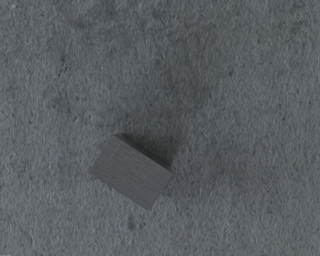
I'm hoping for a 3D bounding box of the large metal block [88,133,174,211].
[{"bbox_3d":[-0.033,0.050,0.382,0.080,0.080,0.050,33,90,-1],"label":"large metal block"}]
